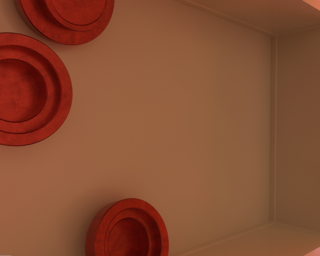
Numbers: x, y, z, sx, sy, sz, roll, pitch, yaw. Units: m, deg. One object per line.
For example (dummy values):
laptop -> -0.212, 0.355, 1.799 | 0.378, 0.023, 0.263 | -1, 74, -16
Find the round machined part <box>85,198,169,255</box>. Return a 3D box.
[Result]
round machined part -> -0.040, 0.132, 0.350 | 0.099, 0.042, 0.098 | 19, 60, -36

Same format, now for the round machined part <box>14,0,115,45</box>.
round machined part -> -0.088, -0.131, 0.305 | 0.099, 0.042, 0.097 | -16, 117, -34

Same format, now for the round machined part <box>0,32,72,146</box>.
round machined part -> -0.135, -0.033, 0.282 | 0.099, 0.042, 0.097 | 0, 90, -40
